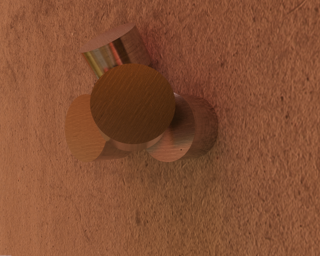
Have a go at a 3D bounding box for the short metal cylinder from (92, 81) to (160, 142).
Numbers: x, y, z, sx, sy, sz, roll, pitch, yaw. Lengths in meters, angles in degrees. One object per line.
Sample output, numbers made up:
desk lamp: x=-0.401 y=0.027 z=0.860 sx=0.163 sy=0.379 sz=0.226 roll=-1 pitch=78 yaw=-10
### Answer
short metal cylinder: x=-0.047 y=-0.022 z=0.427 sx=0.080 sy=0.050 sz=0.079 roll=0 pitch=90 yaw=39

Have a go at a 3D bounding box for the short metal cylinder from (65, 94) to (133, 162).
short metal cylinder: x=-0.072 y=0.000 z=0.381 sx=0.080 sy=0.050 sz=0.079 roll=0 pitch=90 yaw=39

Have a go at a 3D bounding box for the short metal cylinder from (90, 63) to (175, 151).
short metal cylinder: x=-0.028 y=-0.019 z=0.317 sx=0.050 sy=0.081 sz=0.080 roll=118 pitch=140 yaw=-76

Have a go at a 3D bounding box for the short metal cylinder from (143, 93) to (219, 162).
short metal cylinder: x=0.022 y=-0.001 z=0.370 sx=0.080 sy=0.050 sz=0.079 roll=0 pitch=90 yaw=39

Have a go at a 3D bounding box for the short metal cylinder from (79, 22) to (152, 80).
short metal cylinder: x=-0.058 y=-0.097 z=0.408 sx=0.080 sy=0.080 sz=0.050 roll=0 pitch=129 yaw=39
